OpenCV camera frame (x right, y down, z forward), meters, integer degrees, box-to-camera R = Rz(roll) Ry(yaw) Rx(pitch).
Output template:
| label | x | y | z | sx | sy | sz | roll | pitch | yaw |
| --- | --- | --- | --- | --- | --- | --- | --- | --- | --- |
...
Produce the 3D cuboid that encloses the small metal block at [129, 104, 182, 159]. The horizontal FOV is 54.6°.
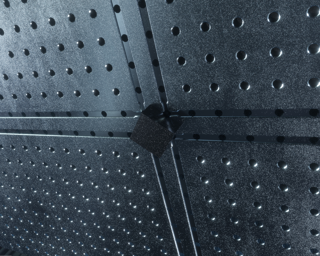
| label | x | y | z | sx | sy | sz | roll | pitch | yaw |
| --- | --- | --- | --- | --- | --- | --- | --- | --- | --- |
| small metal block | -0.007 | 0.005 | 0.418 | 0.050 | 0.025 | 0.050 | 33 | 129 | 6 |
